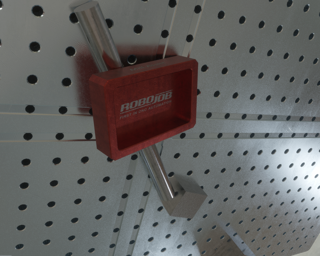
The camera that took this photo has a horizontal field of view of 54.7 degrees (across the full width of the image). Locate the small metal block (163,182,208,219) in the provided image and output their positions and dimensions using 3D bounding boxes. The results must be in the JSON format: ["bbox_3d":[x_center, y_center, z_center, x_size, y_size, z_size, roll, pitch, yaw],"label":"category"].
[{"bbox_3d":[0.042,0.120,0.511,0.050,0.025,0.050,19,108,-36],"label":"small metal block"}]

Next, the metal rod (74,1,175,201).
[{"bbox_3d":[-0.030,-0.007,0.391,0.025,0.025,0.299,-29,129,-11],"label":"metal rod"}]

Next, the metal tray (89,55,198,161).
[{"bbox_3d":[-0.012,-0.027,0.357,0.131,0.030,0.089,-21,123,-36],"label":"metal tray"}]

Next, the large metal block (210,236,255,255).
[{"bbox_3d":[0.154,0.287,0.660,0.080,0.050,0.080,-48,129,5],"label":"large metal block"}]
